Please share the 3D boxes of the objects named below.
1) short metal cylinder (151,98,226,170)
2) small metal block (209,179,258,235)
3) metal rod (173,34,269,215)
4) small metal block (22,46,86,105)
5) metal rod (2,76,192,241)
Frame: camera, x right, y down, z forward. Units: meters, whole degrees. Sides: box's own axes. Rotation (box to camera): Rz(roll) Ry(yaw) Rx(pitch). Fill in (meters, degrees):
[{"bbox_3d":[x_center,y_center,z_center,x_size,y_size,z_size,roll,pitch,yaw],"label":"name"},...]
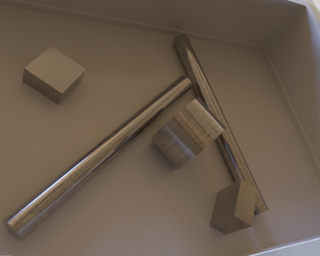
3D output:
[{"bbox_3d":[0.035,0.007,0.386,0.050,0.080,0.080,49,51,5],"label":"short metal cylinder"},{"bbox_3d":[0.091,0.098,0.381,0.025,0.050,0.050,31,52,-9],"label":"small metal block"},{"bbox_3d":[0.083,-0.018,0.463,0.025,0.025,0.299,-7,65,-32],"label":"metal rod"},{"bbox_3d":[-0.128,-0.064,0.377,0.050,0.025,0.050,35,51,-6],"label":"small metal block"},{"bbox_3d":[-0.048,0.012,0.373,0.025,0.025,0.302,45,51,2],"label":"metal rod"}]
